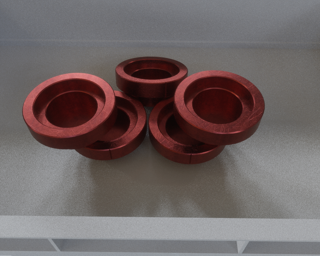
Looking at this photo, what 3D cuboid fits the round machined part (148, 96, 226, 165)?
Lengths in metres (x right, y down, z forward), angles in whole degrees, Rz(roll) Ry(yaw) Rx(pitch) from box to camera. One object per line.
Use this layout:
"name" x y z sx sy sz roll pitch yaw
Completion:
"round machined part" 0.035 0.005 0.388 0.099 0.042 0.098 0 50 0

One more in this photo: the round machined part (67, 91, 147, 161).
"round machined part" -0.065 0.001 0.391 0.099 0.042 0.098 0 50 0

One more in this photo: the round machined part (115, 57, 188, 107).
"round machined part" -0.012 -0.063 0.432 0.099 0.042 0.098 1 32 -1

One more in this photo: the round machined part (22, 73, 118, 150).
"round machined part" -0.097 -0.015 0.350 0.099 0.042 0.098 0 50 0

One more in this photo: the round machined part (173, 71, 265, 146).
"round machined part" 0.064 -0.019 0.354 0.099 0.042 0.098 0 50 0
